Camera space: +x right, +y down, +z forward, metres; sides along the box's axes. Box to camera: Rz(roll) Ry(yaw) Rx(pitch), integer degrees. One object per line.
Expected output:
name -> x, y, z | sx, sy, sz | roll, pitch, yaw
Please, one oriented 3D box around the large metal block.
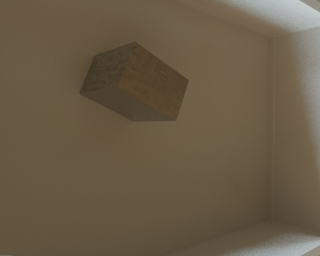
large metal block -> -0.029, -0.046, 0.348 | 0.080, 0.080, 0.050 | 28, 72, -37
